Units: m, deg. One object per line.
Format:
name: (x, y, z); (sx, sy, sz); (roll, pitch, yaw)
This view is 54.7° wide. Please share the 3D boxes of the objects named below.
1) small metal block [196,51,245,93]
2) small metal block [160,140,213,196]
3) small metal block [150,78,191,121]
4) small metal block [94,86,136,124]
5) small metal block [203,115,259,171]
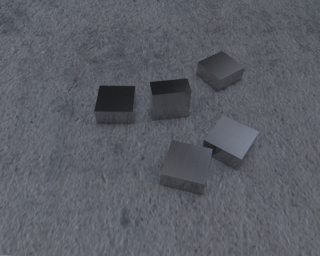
small metal block: (0.093, -0.088, 0.478); (0.050, 0.025, 0.050); (-28, 56, -22)
small metal block: (0.032, 0.046, 0.365); (0.050, 0.025, 0.050); (12, 51, 10)
small metal block: (0.013, -0.038, 0.419); (0.050, 0.050, 0.025); (-6, 51, -6)
small metal block: (-0.060, -0.032, 0.430); (0.050, 0.025, 0.050); (1, 50, 0)
small metal block: (0.088, 0.018, 0.390); (0.050, 0.025, 0.050); (28, 55, 21)
